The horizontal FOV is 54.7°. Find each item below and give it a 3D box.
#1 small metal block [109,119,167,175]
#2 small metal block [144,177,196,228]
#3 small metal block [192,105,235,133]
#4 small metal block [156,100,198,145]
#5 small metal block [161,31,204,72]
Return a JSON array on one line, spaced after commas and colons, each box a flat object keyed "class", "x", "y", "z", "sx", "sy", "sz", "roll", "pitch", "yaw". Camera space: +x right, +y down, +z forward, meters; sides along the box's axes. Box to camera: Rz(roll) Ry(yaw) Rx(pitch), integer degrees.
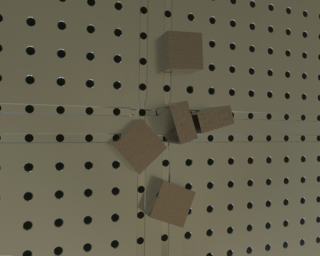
[{"class": "small metal block", "x": -0.028, "y": 0.024, "z": 0.403, "sx": 0.050, "sy": 0.025, "sz": 0.050, "roll": -44, "pitch": 104, "yaw": -15}, {"class": "small metal block", "x": 0.013, "y": 0.101, "z": 0.419, "sx": 0.050, "sy": 0.025, "sz": 0.050, "roll": 24, "pitch": 82, "yaw": -19}, {"class": "small metal block", "x": 0.064, "y": -0.012, "z": 0.424, "sx": 0.050, "sy": 0.050, "sz": 0.025, "roll": -16, "pitch": 96, "yaw": -20}, {"class": "small metal block", "x": 0.021, "y": -0.007, "z": 0.408, "sx": 0.025, "sy": 0.050, "sz": 0.050, "roll": -19, "pitch": 97, "yaw": -19}, {"class": "small metal block", "x": 0.030, "y": -0.104, "z": 0.425, "sx": 0.050, "sy": 0.025, "sz": 0.050, "roll": -3, "pitch": 91, "yaw": -20}]
